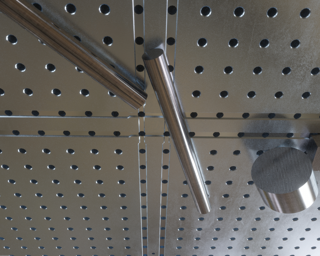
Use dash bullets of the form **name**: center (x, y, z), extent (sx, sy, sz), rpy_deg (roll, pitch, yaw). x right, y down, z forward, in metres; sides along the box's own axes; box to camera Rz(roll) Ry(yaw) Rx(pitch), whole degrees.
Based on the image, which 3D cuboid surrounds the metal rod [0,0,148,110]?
- **metal rod**: center (-0.132, -0.112, 0.314), extent (0.301, 0.025, 0.025), rpy_deg (36, 121, -27)

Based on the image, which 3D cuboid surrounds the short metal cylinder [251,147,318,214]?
- **short metal cylinder**: center (0.177, 0.073, 0.441), extent (0.080, 0.080, 0.050), rpy_deg (-21, 127, 16)

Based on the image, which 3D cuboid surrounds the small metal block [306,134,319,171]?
- **small metal block**: center (0.242, 0.035, 0.445), extent (0.050, 0.025, 0.050), rpy_deg (-4, 130, 3)

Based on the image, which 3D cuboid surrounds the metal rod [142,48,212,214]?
- **metal rod**: center (0.034, 0.027, 0.435), extent (0.025, 0.025, 0.299), rpy_deg (-13, 129, 10)
